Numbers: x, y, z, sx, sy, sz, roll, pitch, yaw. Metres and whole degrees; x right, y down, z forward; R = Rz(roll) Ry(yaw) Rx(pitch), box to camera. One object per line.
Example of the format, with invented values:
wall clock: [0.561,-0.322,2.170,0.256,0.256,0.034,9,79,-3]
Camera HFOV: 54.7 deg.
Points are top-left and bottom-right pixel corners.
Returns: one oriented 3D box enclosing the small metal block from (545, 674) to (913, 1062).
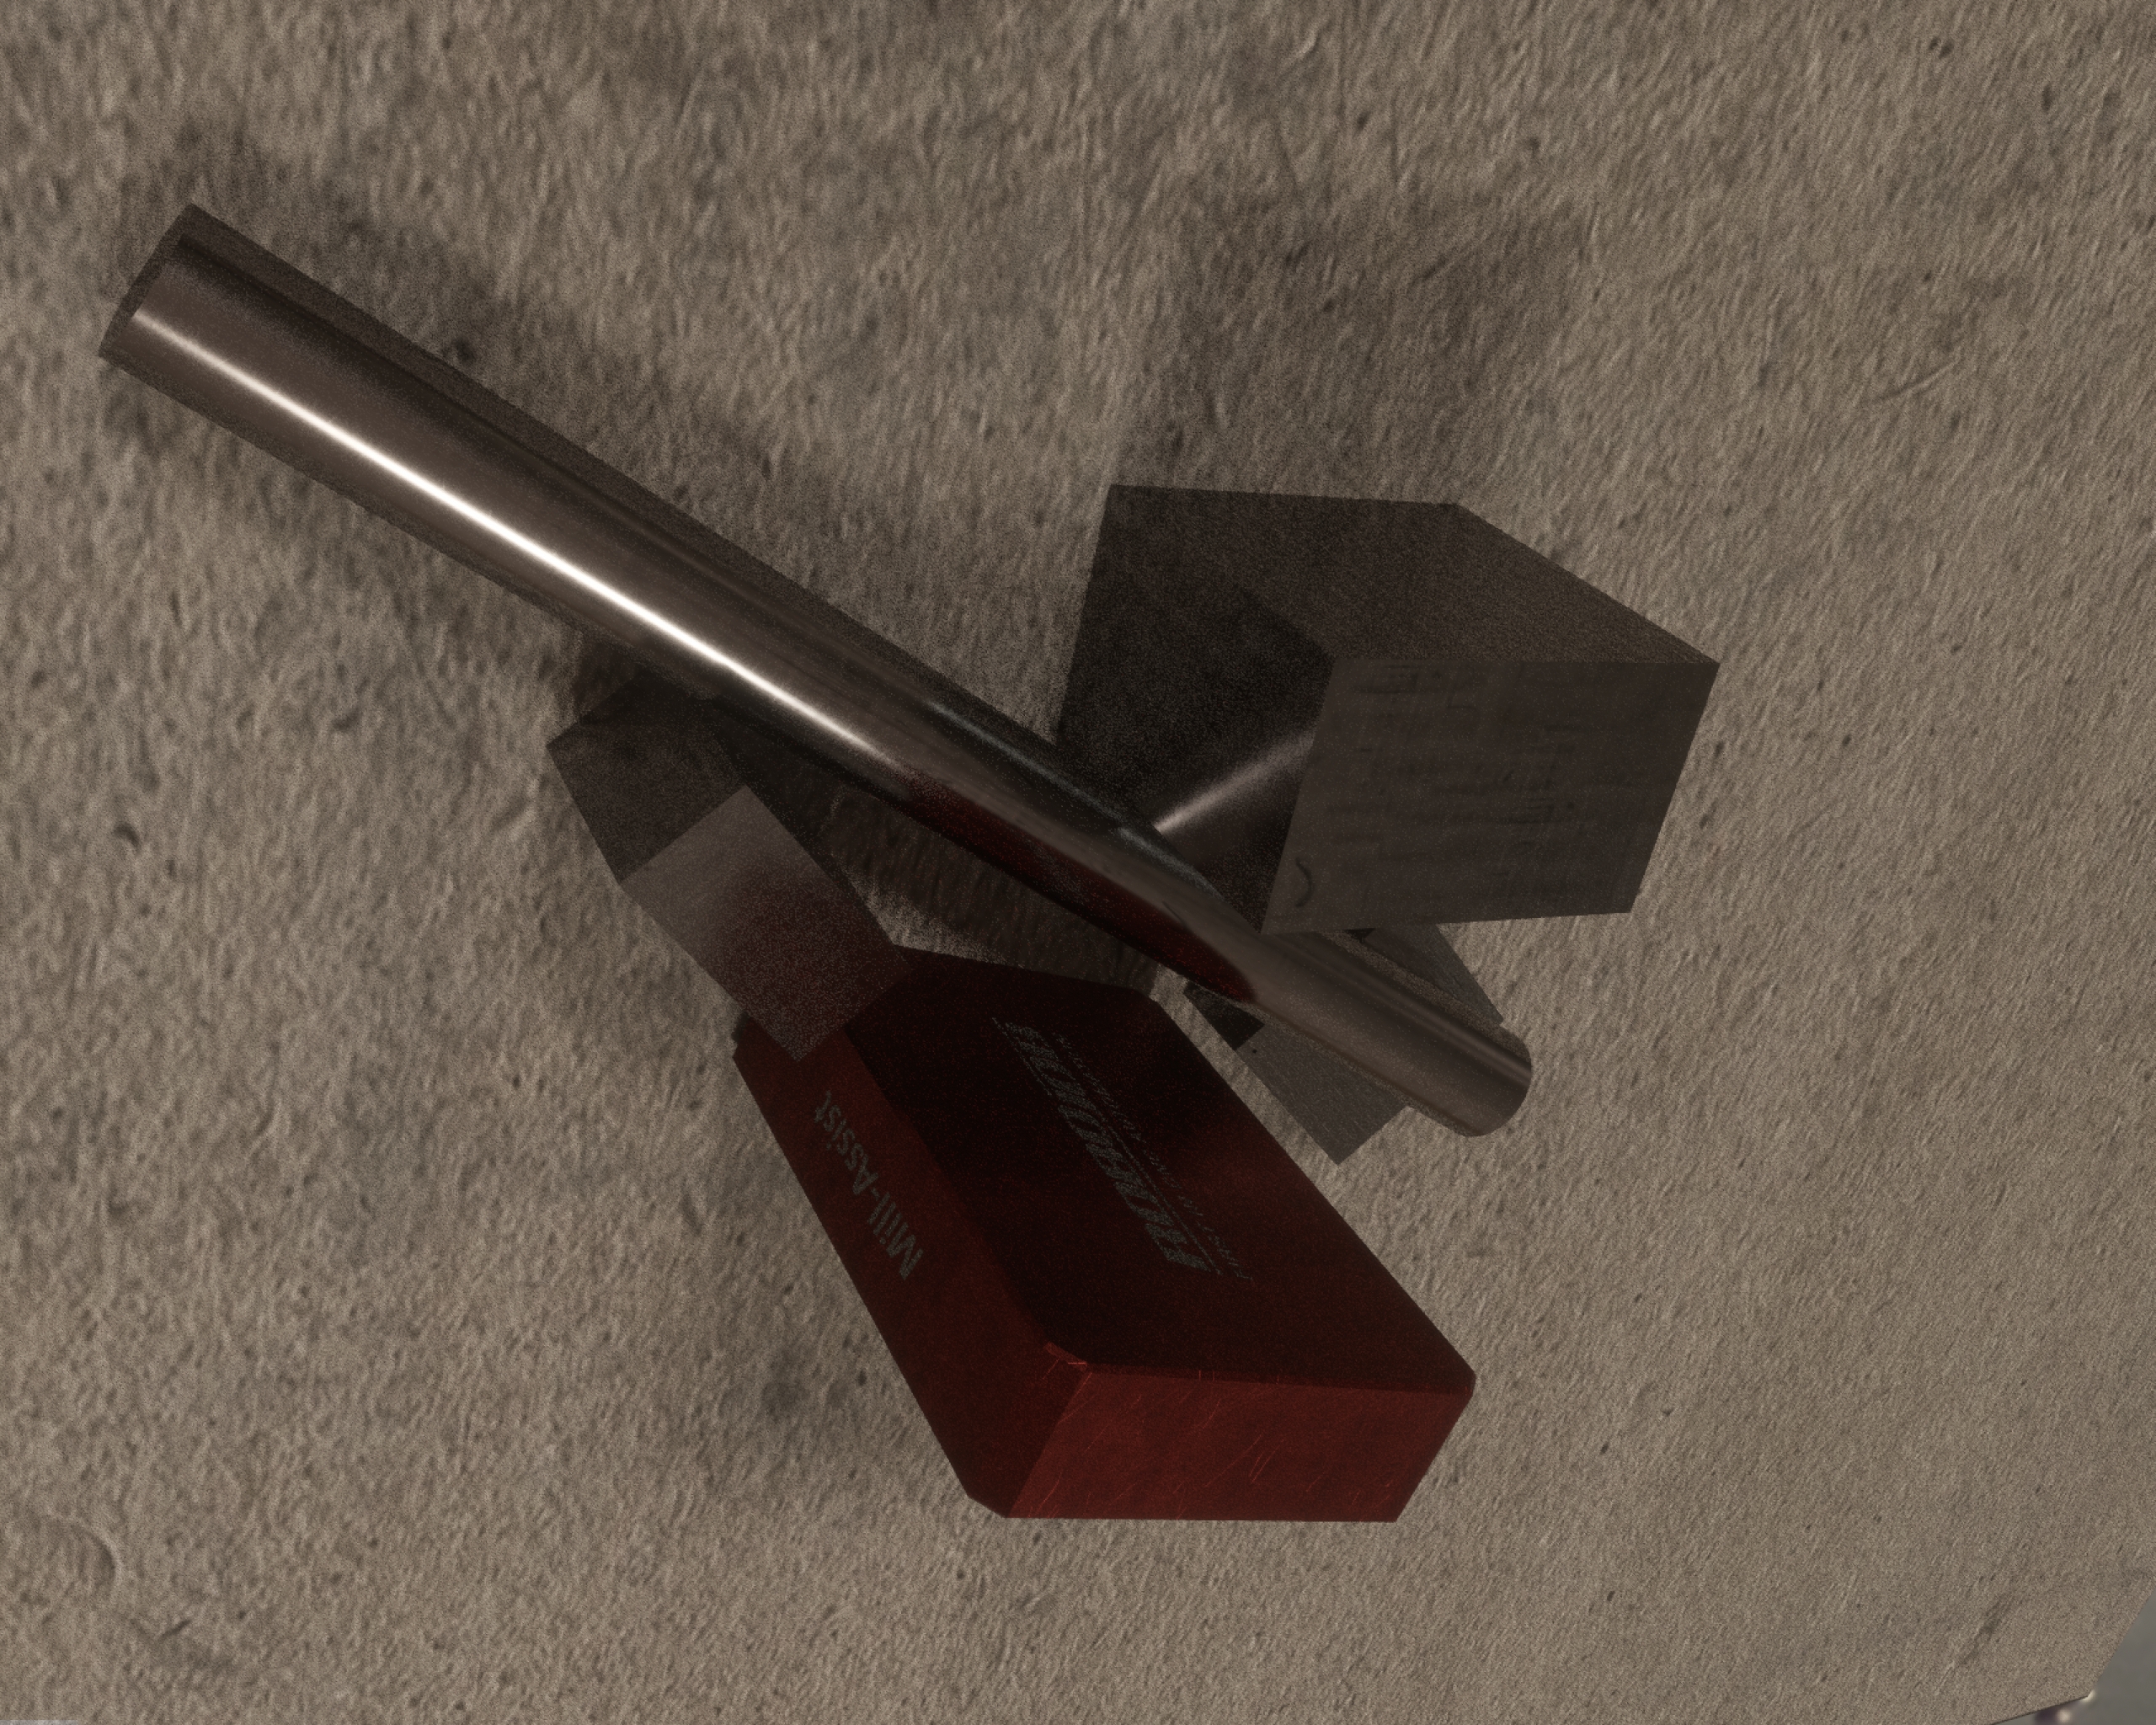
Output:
small metal block: [-0.060,-0.001,0.359,0.025,0.050,0.050,-39,130,-2]

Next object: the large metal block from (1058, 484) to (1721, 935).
large metal block: [0.054,-0.030,0.384,0.081,0.080,0.050,-2,120,-28]

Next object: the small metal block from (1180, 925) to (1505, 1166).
small metal block: [0.059,0.032,0.463,0.050,0.025,0.050,-41,130,0]

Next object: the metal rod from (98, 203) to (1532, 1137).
metal rod: [-0.020,-0.016,0.371,0.301,0.025,0.025,31,101,-33]

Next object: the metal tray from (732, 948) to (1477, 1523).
metal tray: [0.000,0.063,0.381,0.091,0.130,0.030,13,112,-34]
